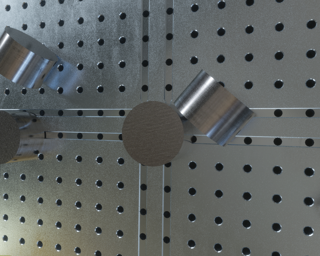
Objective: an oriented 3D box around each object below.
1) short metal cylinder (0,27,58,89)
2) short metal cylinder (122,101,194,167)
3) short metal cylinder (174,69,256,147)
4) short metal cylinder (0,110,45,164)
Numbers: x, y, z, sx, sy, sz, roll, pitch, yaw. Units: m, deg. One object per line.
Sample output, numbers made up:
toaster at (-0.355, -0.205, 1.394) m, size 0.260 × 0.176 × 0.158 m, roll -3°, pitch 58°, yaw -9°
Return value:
short metal cylinder at (-0.198, -0.101, 0.452) m, size 0.080 × 0.080 × 0.050 m, roll 41°, pitch 103°, yaw 15°
short metal cylinder at (-0.001, 0.007, 0.399) m, size 0.080 × 0.050 × 0.079 m, roll 0°, pitch 90°, yaw 19°
short metal cylinder at (0.063, -0.024, 0.361) m, size 0.080 × 0.080 × 0.050 m, roll 44°, pitch 103°, yaw 14°
short metal cylinder at (-0.229, 0.013, 0.478) m, size 0.080 × 0.050 × 0.079 m, roll 0°, pitch 90°, yaw 19°
